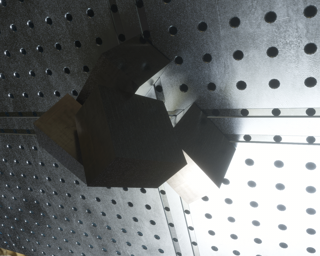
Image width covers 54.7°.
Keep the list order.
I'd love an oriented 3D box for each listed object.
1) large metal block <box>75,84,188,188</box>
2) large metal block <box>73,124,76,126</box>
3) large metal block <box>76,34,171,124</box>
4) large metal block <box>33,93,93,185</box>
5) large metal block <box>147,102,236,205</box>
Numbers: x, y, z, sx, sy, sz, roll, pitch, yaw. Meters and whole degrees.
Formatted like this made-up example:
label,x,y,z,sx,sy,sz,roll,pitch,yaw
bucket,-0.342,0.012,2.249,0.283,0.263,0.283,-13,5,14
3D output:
label,x,y,z,sx,sy,sz,roll,pitch,yaw
large metal block,-0.030,0.011,0.306,0.050,0.081,0.080,-45,50,34
large metal block,-0.087,0.020,0.451,0.080,0.050,0.080,43,129,-2
large metal block,-0.043,-0.053,0.362,0.050,0.080,0.080,41,129,0
large metal block,-0.099,0.017,0.371,0.080,0.050,0.080,41,154,0
large metal block,0.037,0.029,0.371,0.080,0.080,0.050,47,129,-5
